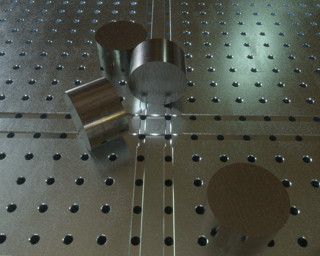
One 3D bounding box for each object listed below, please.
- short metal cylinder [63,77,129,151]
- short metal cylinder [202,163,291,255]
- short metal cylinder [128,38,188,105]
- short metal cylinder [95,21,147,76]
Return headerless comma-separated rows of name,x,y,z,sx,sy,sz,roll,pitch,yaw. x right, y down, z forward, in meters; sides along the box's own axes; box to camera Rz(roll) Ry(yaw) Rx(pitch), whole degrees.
short metal cylinder,-0.080,-0.018,0.386,0.050,0.080,0.080,-25,55,-20
short metal cylinder,0.086,0.083,0.322,0.081,0.050,0.080,0,50,0
short metal cylinder,-0.002,-0.078,0.438,0.081,0.080,0.050,0,50,0
short metal cylinder,-0.060,-0.129,0.499,0.081,0.050,0.080,0,50,0
